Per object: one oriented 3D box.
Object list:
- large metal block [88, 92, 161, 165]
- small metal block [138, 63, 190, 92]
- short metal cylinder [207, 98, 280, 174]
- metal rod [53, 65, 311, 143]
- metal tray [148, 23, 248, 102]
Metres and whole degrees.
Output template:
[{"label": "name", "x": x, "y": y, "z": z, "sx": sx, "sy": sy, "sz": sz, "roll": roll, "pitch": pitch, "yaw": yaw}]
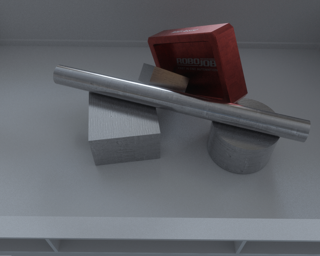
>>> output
[{"label": "large metal block", "x": -0.045, "y": -0.004, "z": 0.390, "sx": 0.081, "sy": 0.050, "sz": 0.080, "roll": -6, "pitch": 50, "yaw": -6}, {"label": "small metal block", "x": 0.004, "y": -0.065, "z": 0.414, "sx": 0.050, "sy": 0.025, "sz": 0.050, "roll": 15, "pitch": 10, "yaw": -22}, {"label": "short metal cylinder", "x": 0.101, "y": 0.009, "z": 0.381, "sx": 0.081, "sy": 0.050, "sz": 0.080, "roll": 0, "pitch": 50, "yaw": 0}, {"label": "metal rod", "x": 0.015, "y": -0.032, "z": 0.364, "sx": 0.301, "sy": 0.025, "sz": 0.025, "roll": 14, "pitch": 51, "yaw": 11}, {"label": "metal tray", "x": 0.044, "y": -0.081, "z": 0.397, "sx": 0.030, "sy": 0.090, "sz": 0.130, "roll": -33, "pitch": 28, "yaw": -26}]
